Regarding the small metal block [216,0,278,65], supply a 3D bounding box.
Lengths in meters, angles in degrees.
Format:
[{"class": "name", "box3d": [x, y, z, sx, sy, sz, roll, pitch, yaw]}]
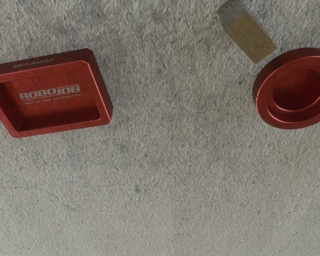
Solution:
[{"class": "small metal block", "box3d": [0.085, -0.099, 0.308, 0.050, 0.050, 0.025, 37, 121, -27]}]

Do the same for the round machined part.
[{"class": "round machined part", "box3d": [0.156, -0.048, 0.357, 0.099, 0.042, 0.097, 0, 130, 0]}]

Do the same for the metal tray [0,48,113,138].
[{"class": "metal tray", "box3d": [-0.132, -0.038, 0.370, 0.131, 0.030, 0.090, -9, 130, 7]}]
